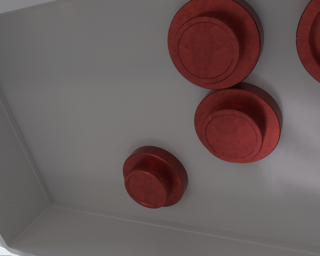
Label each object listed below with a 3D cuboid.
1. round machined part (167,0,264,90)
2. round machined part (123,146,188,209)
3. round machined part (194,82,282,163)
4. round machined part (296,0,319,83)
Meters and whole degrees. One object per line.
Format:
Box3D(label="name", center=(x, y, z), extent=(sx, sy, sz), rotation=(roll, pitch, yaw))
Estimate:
Box3D(label="round machined part", center=(0.052, -0.084, 0.318), extent=(0.098, 0.042, 0.097), rotation=(13, 124, 21))
Box3D(label="round machined part", center=(-0.012, 0.078, 0.453), extent=(0.098, 0.042, 0.097), rotation=(13, 124, 21))
Box3D(label="round machined part", center=(0.085, 0.000, 0.353), extent=(0.098, 0.042, 0.097), rotation=(13, 124, 21))
Box3D(label="round machined part", center=(0.168, -0.080, 0.252), extent=(0.098, 0.042, 0.097), rotation=(22, 132, 27))
